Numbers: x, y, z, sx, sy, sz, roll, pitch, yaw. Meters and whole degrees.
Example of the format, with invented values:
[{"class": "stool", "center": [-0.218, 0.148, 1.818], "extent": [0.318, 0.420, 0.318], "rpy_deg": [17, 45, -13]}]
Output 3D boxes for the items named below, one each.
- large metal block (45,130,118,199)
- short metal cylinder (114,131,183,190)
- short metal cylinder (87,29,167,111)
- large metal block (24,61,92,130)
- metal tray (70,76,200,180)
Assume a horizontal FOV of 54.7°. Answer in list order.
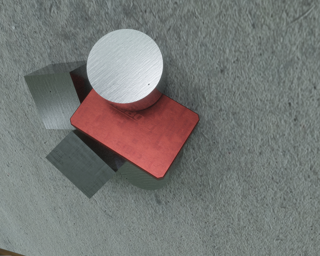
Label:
[{"class": "large metal block", "center": [-0.104, 0.046, 0.447], "extent": [0.080, 0.080, 0.050], "rpy_deg": [44, 93, -3]}, {"class": "short metal cylinder", "center": [-0.015, 0.038, 0.424], "extent": [0.080, 0.050, 0.079], "rpy_deg": [13, 124, 21]}, {"class": "short metal cylinder", "center": [-0.034, -0.062, 0.346], "extent": [0.080, 0.050, 0.080], "rpy_deg": [-1, 84, 5]}, {"class": "large metal block", "center": [-0.126, -0.045, 0.428], "extent": [0.080, 0.050, 0.080], "rpy_deg": [1, 119, 27]}, {"class": "metal tray", "center": [-0.030, -0.007, 0.379], "extent": [0.130, 0.090, 0.030], "rpy_deg": [31, 168, 8]}]
